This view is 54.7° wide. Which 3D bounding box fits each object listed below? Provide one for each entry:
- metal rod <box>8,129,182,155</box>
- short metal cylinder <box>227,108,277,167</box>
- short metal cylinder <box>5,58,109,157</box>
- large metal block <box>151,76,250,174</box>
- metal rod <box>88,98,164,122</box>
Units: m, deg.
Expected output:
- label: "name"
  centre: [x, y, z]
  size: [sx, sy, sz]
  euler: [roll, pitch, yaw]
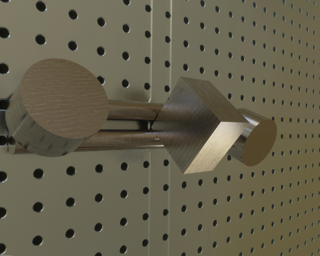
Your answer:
- label: "metal rod"
  centre: [-0.024, 0.014, 0.389]
  size: [0.302, 0.025, 0.025]
  euler: [1, 90, -40]
- label: "short metal cylinder"
  centre: [0.139, 0.014, 0.492]
  size: [0.081, 0.050, 0.079]
  euler: [-19, 123, -31]
- label: "short metal cylinder"
  centre: [-0.096, -0.018, 0.293]
  size: [0.080, 0.050, 0.080]
  euler: [20, 56, -31]
- label: "large metal block"
  centre: [0.044, -0.003, 0.372]
  size: [0.050, 0.080, 0.079]
  euler: [1, 132, -40]
- label: "metal rod"
  centre: [0.034, -0.020, 0.437]
  size: [0.302, 0.025, 0.025]
  euler: [1, 90, -40]
